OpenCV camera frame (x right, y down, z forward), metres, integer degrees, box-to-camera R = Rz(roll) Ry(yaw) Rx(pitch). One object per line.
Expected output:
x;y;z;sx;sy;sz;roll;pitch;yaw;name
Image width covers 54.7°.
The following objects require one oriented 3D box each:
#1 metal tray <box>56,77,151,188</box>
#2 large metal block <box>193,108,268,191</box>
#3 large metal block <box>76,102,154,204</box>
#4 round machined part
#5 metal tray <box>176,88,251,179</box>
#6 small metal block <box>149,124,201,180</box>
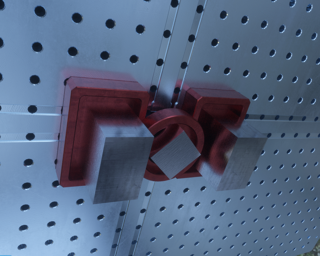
-0.071;0.008;0.373;0.091;0.030;0.129;1;118;-29;metal tray
0.087;0.028;0.422;0.050;0.080;0.079;1;118;-29;large metal block
-0.054;0.025;0.344;0.050;0.080;0.079;1;118;-29;large metal block
0.005;0.018;0.402;0.099;0.042;0.097;-14;124;-21;round machined part
0.068;0.010;0.450;0.091;0.030;0.129;0;118;-28;metal tray
0.015;0.028;0.384;0.050;0.025;0.050;-39;129;-2;small metal block
